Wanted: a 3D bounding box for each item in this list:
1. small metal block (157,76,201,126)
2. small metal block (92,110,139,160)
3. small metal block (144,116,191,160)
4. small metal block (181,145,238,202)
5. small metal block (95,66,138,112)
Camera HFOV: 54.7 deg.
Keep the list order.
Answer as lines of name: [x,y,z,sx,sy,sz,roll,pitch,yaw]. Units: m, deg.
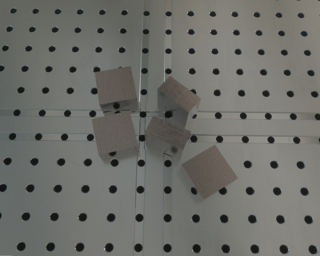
small metal block: [0.024,-0.035,0.411,0.050,0.050,0.025,38,74,12]
small metal block: [-0.058,0.010,0.408,0.050,0.025,0.050,-14,71,-5]
small metal block: [0.009,0.014,0.394,0.050,0.050,0.025,23,72,7]
small metal block: [0.061,0.057,0.392,0.050,0.025,0.050,-29,73,-11]
small metal block: [-0.060,-0.054,0.431,0.050,0.025,0.050,-10,70,-4]
